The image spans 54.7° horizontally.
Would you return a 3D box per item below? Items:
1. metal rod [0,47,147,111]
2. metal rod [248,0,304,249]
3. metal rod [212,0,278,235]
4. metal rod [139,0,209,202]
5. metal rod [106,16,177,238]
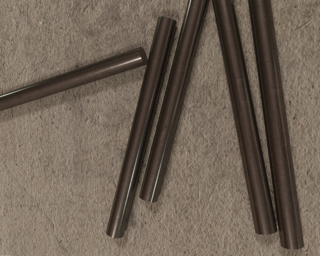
[{"bbox_3d":[-0.160,-0.063,0.463,0.301,0.025,0.025,-14,86,19],"label":"metal rod"},{"bbox_3d":[0.134,-0.013,0.361,0.025,0.025,0.298,-8,87,19],"label":"metal rod"},{"bbox_3d":[0.100,-0.025,0.373,0.025,0.025,0.298,-11,86,19],"label":"metal rod"},{"bbox_3d":[0.021,-0.050,0.400,0.025,0.025,0.298,16,95,19],"label":"metal rod"},{"bbox_3d":[-0.026,0.003,0.417,0.025,0.025,0.298,16,95,19],"label":"metal rod"}]
